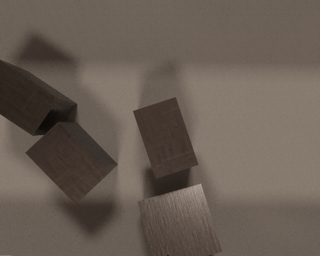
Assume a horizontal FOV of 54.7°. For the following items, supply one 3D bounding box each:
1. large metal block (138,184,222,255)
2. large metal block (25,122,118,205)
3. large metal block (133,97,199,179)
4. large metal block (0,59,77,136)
[{"bbox_3d":[0.024,0.123,0.386,0.080,0.050,0.080,-15,69,-1],"label":"large metal block"},{"bbox_3d":[-0.103,0.039,0.383,0.050,0.080,0.080,-44,91,0],"label":"large metal block"},{"bbox_3d":[0.006,0.011,0.384,0.050,0.080,0.080,-18,90,0],"label":"large metal block"},{"bbox_3d":[-0.160,-0.034,0.382,0.080,0.080,0.050,34,90,-1],"label":"large metal block"}]
